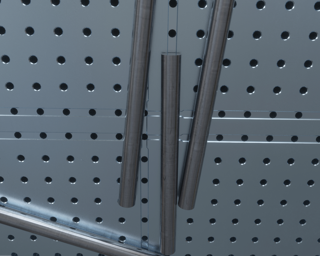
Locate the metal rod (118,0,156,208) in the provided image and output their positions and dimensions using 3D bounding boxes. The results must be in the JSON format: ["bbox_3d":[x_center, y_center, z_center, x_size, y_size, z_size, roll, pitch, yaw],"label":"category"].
[{"bbox_3d":[-0.031,-0.030,0.402,0.025,0.025,0.298,6,110,-2],"label":"metal rod"}]

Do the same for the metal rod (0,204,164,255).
[{"bbox_3d":[-0.125,0.168,0.474,0.301,0.025,0.025,20,109,-8],"label":"metal rod"}]

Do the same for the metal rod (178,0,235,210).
[{"bbox_3d":[0.057,-0.026,0.404,0.025,0.025,0.298,7,110,-3],"label":"metal rod"}]

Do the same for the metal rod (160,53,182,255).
[{"bbox_3d":[0.013,0.049,0.431,0.025,0.025,0.298,0,110,0],"label":"metal rod"}]
